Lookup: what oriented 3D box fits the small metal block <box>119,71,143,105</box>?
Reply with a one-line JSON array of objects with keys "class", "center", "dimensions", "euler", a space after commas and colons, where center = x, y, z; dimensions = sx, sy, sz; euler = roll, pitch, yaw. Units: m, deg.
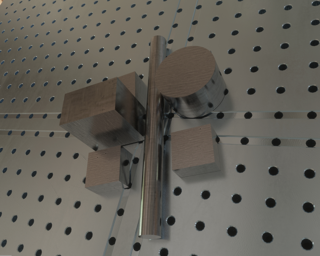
[{"class": "small metal block", "center": [-0.054, -0.051, 0.466], "dimensions": [0.050, 0.025, 0.050], "euler": [-16, 55, 18]}]

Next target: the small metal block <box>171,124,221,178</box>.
[{"class": "small metal block", "center": [0.042, 0.027, 0.368], "dimensions": [0.050, 0.025, 0.050], "euler": [-14, 56, 20]}]

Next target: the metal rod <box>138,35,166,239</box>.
[{"class": "metal rod", "center": [-0.007, -0.009, 0.416], "dimensions": [0.025, 0.025, 0.299], "euler": [-12, 57, 21]}]

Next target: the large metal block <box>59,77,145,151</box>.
[{"class": "large metal block", "center": [-0.073, -0.015, 0.417], "dimensions": [0.080, 0.080, 0.050], "euler": [-14, 56, 20]}]

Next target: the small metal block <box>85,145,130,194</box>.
[{"class": "small metal block", "center": [-0.068, 0.055, 0.409], "dimensions": [0.050, 0.025, 0.050], "euler": [-14, 56, 19]}]

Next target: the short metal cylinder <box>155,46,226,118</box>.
[{"class": "short metal cylinder", "center": [0.040, -0.060, 0.406], "dimensions": [0.080, 0.050, 0.080], "euler": [-13, 56, 20]}]
